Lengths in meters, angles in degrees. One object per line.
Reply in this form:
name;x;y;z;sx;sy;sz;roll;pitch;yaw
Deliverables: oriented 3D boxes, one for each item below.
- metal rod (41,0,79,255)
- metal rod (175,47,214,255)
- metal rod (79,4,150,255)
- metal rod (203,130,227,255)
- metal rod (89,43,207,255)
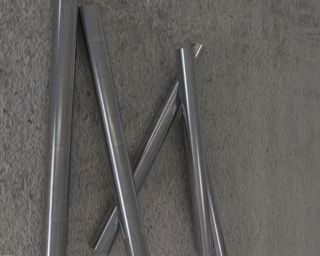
metal rod;-0.103;0.012;0.318;0.025;0.025;0.298;4;88;-40
metal rod;0.049;0.043;0.424;0.025;0.025;0.298;-19;109;-38
metal rod;-0.049;0.016;0.341;0.025;0.025;0.298;-12;91;-39
metal rod;0.075;0.123;0.467;0.025;0.025;0.298;-21;103;-38
metal rod;-0.006;0.011;0.399;0.025;0.025;0.300;40;66;-33
